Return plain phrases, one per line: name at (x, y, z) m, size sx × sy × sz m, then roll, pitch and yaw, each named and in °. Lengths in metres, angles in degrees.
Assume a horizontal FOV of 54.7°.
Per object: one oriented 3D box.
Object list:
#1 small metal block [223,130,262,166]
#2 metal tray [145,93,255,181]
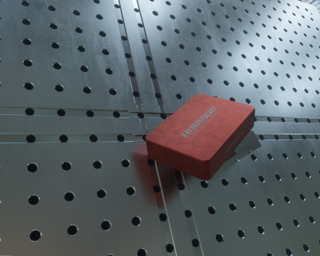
small metal block at (0.103, 0.030, 0.431) m, size 0.050 × 0.050 × 0.025 m, roll -12°, pitch 68°, yaw -34°
metal tray at (0.055, 0.004, 0.402) m, size 0.090 × 0.030 × 0.131 m, roll 19°, pitch 42°, yaw 32°
